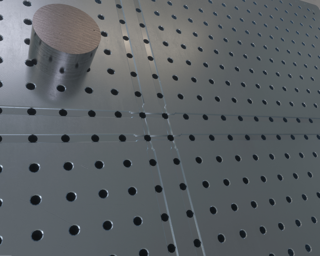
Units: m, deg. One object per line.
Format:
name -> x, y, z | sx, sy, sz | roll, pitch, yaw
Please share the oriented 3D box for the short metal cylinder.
short metal cylinder -> -0.121, -0.109, 0.394 | 0.081, 0.050, 0.080 | 14, 56, -21
